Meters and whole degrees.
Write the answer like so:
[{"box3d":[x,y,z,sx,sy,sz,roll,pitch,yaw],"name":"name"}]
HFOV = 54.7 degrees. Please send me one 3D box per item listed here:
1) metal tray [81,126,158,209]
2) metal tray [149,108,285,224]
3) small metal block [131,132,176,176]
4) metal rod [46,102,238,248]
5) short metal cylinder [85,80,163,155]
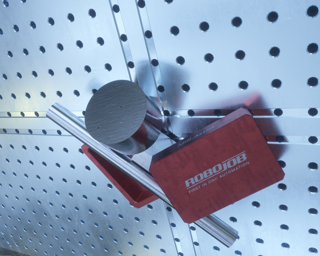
[{"box3d":[-0.044,0.052,0.458,0.130,0.030,0.090,49,129,-7],"name":"metal tray"},{"box3d":[0.065,0.046,0.365,0.130,0.030,0.090,-30,103,12],"name":"metal tray"},{"box3d":[-0.001,0.035,0.411,0.050,0.050,0.025,35,129,5],"name":"small metal block"},{"box3d":[-0.027,0.061,0.419,0.301,0.025,0.025,35,129,4],"name":"metal rod"},{"box3d":[-0.043,-0.012,0.378,0.080,0.080,0.050,8,164,24],"name":"short metal cylinder"}]
